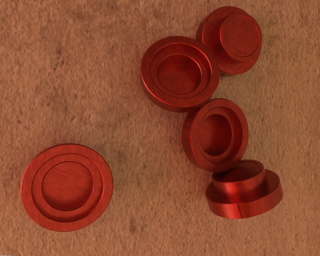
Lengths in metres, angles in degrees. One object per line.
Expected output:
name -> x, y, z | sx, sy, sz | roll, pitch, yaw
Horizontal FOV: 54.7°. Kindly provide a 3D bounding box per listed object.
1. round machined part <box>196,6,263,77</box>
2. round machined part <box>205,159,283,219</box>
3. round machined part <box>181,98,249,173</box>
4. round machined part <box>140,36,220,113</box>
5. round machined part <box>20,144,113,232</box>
round machined part -> 0.105, -0.125, 0.440 | 0.099, 0.042, 0.097 | 0, 90, -21
round machined part -> 0.107, 0.075, 0.410 | 0.099, 0.098, 0.042 | -22, 103, -19
round machined part -> 0.070, 0.009, 0.422 | 0.099, 0.042, 0.097 | -2, 93, -29
round machined part -> 0.023, -0.065, 0.398 | 0.099, 0.042, 0.098 | 2, 72, -6
round machined part -> -0.107, 0.066, 0.361 | 0.099, 0.042, 0.097 | 0, 90, -21
